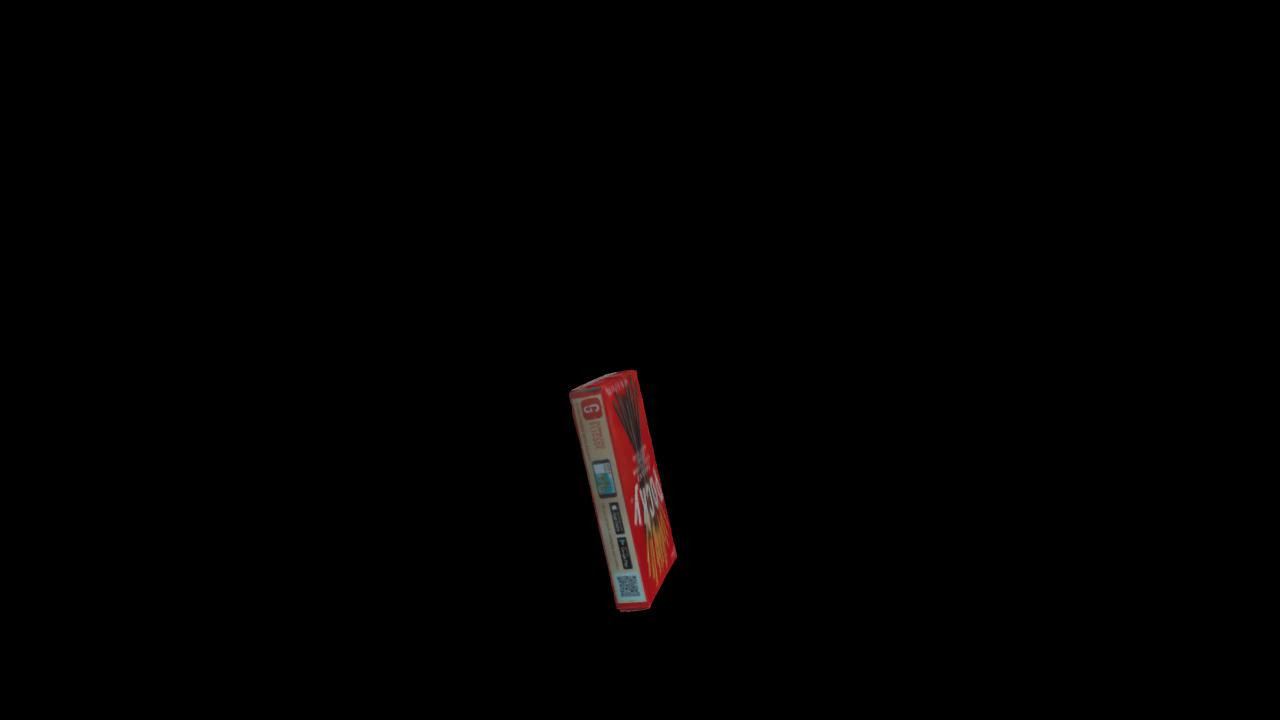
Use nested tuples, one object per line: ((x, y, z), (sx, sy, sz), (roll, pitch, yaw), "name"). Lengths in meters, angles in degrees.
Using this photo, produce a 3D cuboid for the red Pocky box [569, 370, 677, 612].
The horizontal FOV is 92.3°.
((-0.009, 0.088, 0.441), (0.028, 0.155, 0.083), (-11, 5, 16), "red Pocky box")
